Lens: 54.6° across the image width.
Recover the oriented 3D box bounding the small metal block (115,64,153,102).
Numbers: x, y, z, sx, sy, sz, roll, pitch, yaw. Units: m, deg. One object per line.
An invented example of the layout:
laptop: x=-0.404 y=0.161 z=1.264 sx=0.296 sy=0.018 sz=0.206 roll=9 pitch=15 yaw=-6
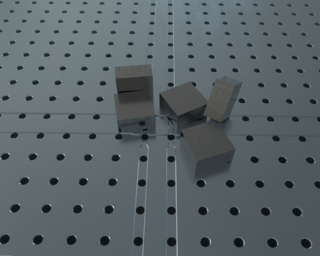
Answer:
small metal block: x=-0.036 y=-0.062 z=0.443 sx=0.050 sy=0.050 sz=0.025 roll=-5 pitch=50 yaw=-5

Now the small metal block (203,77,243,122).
small metal block: x=0.085 y=-0.040 z=0.413 sx=0.025 sy=0.050 sz=0.050 roll=24 pitch=22 yaw=19

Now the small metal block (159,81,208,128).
small metal block: x=0.033 y=-0.034 z=0.436 sx=0.050 sy=0.025 sz=0.050 roll=-23 pitch=54 yaw=-18

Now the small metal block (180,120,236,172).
small metal block: x=0.058 y=0.022 z=0.390 sx=0.050 sy=0.025 sz=0.050 roll=-15 pitch=52 yaw=-13

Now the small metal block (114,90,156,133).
small metal block: x=-0.035 y=-0.024 z=0.428 sx=0.050 sy=0.025 sz=0.050 roll=-8 pitch=51 yaw=-7
